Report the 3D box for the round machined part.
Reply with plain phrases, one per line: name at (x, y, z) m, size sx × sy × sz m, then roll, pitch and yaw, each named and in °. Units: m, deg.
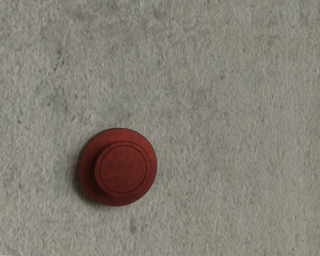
round machined part at (-0.049, 0.048, 0.383) m, size 0.099 × 0.042 × 0.097 m, roll 0°, pitch 90°, yaw -21°
